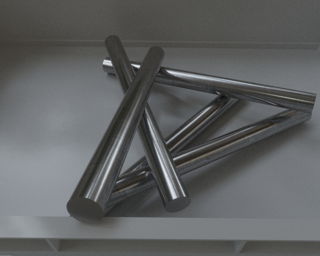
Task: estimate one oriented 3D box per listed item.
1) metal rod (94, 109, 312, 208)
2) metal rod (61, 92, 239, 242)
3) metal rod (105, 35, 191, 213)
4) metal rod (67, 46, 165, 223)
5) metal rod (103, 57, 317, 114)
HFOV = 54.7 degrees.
[{"bbox_3d":[0.066,0.025,0.368,0.302,0.025,0.025,-19,53,-23],"label":"metal rod"},{"bbox_3d":[0.012,0.024,0.384,0.025,0.025,0.302,37,59,26],"label":"metal rod"},{"bbox_3d":[-0.029,-0.032,0.381,0.025,0.025,0.300,-13,47,-11],"label":"metal rod"},{"bbox_3d":[-0.027,-0.027,0.328,0.025,0.025,0.301,7,34,5],"label":"metal rod"},{"bbox_3d":[0.053,-0.065,0.433,0.301,0.025,0.025,14,51,21],"label":"metal rod"}]
